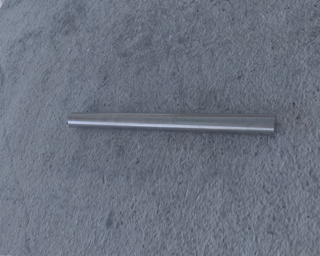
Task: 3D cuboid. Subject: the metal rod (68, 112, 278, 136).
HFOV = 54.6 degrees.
[{"bbox_3d":[-0.004,-0.008,0.413,0.300,0.025,0.025,2,63,29],"label":"metal rod"}]
